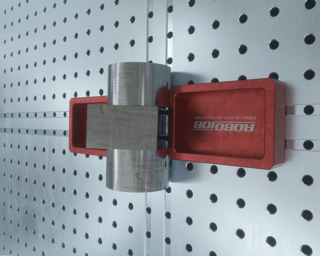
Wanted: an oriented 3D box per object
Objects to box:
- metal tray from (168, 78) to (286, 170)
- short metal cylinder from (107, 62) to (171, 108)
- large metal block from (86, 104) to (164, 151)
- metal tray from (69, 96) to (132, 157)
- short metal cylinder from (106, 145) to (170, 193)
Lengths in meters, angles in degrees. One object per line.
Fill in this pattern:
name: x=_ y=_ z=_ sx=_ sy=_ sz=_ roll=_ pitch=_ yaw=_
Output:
metal tray: x=0.069 y=-0.005 z=0.349 sx=0.130 sy=0.030 sz=0.089 roll=1 pitch=91 yaw=40
short metal cylinder: x=-0.026 y=-0.052 z=0.395 sx=0.080 sy=0.081 sz=0.050 roll=2 pitch=91 yaw=40
large metal block: x=-0.039 y=-0.001 z=0.387 sx=0.080 sy=0.080 sz=0.050 roll=2 pitch=91 yaw=6
metal tray: x=-0.091 y=-0.003 z=0.481 sx=0.130 sy=0.030 sz=0.089 roll=2 pitch=91 yaw=40
short metal cylinder: x=-0.028 y=0.049 z=0.396 sx=0.080 sy=0.081 sz=0.050 roll=3 pitch=92 yaw=40
